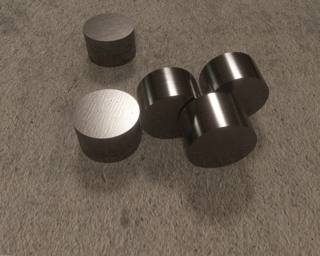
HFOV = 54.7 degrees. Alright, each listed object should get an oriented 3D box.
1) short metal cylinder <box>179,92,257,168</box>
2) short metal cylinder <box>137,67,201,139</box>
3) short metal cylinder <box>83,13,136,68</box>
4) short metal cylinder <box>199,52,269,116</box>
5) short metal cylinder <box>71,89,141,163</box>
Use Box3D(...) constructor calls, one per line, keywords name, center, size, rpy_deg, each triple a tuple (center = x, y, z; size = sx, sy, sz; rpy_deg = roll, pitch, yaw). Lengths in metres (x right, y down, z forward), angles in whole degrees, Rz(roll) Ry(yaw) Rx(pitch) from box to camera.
Box3D(name="short metal cylinder", center=(0.066, 0.004, 0.365), size=(0.081, 0.080, 0.050), rpy_deg=(-7, 51, -6))
Box3D(name="short metal cylinder", center=(0.013, -0.030, 0.393), size=(0.081, 0.080, 0.050), rpy_deg=(-7, 51, -6))
Box3D(name="short metal cylinder", center=(-0.081, -0.144, 0.507), size=(0.081, 0.050, 0.080), rpy_deg=(0, 50, 0))
Box3D(name="short metal cylinder", center=(0.097, -0.054, 0.414), size=(0.081, 0.080, 0.050), rpy_deg=(-6, 51, -5))
Box3D(name="short metal cylinder", center=(-0.065, -0.003, 0.389), size=(0.081, 0.050, 0.080), rpy_deg=(0, 50, 0))
